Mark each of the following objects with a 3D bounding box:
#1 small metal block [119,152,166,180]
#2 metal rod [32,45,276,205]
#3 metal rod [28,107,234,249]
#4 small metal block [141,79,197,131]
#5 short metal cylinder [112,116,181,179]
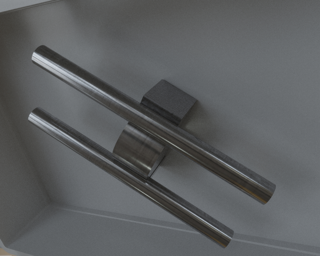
[{"bbox_3d":[-0.028,0.048,0.433,0.050,0.050,0.025,32,128,7],"label":"small metal block"},{"bbox_3d":[-0.013,-0.008,0.343,0.301,0.025,0.025,31,128,7],"label":"metal rod"},{"bbox_3d":[-0.043,0.060,0.402,0.301,0.025,0.025,31,128,7],"label":"metal rod"},{"bbox_3d":[0.009,-0.027,0.368,0.050,0.050,0.025,32,128,7],"label":"small metal block"},{"bbox_3d":[-0.016,0.017,0.389,0.050,0.080,0.079,32,128,7],"label":"short metal cylinder"}]
